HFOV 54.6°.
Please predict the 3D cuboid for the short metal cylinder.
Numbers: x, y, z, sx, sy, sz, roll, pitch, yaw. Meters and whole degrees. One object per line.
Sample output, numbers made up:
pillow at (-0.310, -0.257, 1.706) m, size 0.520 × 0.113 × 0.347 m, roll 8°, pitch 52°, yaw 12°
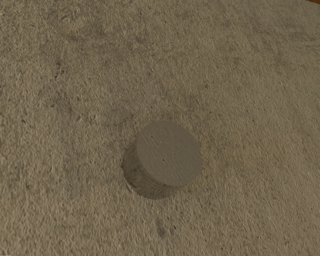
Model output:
short metal cylinder at (0.002, 0.038, 0.365) m, size 0.081 × 0.050 × 0.080 m, roll 13°, pitch 56°, yaw -21°
